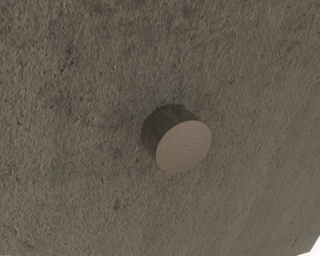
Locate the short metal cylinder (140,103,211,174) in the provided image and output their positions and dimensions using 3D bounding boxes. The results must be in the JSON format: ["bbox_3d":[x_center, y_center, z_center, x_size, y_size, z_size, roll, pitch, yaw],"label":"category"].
[{"bbox_3d":[0.021,0.014,0.414,0.081,0.050,0.079,-14,125,-21],"label":"short metal cylinder"}]
